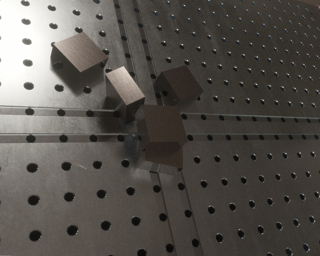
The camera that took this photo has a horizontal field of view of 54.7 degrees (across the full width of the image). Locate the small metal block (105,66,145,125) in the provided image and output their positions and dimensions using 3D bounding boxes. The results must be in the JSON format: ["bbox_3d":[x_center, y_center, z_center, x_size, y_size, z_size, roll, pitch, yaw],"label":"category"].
[{"bbox_3d":[-0.044,-0.039,0.387,0.025,0.050,0.050,-28,70,-20],"label":"small metal block"}]

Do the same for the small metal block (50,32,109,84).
[{"bbox_3d":[-0.106,-0.094,0.409,0.050,0.025,0.050,46,51,4],"label":"small metal block"}]

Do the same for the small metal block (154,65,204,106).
[{"bbox_3d":[0.029,-0.062,0.463,0.050,0.025,0.050,-23,74,-36],"label":"small metal block"}]

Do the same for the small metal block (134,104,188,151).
[{"bbox_3d":[0.001,0.000,0.378,0.050,0.025,0.050,1,61,-28],"label":"small metal block"}]

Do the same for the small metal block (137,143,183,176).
[{"bbox_3d":[0.001,0.029,0.393,0.050,0.025,0.050,15,56,-21],"label":"small metal block"}]
